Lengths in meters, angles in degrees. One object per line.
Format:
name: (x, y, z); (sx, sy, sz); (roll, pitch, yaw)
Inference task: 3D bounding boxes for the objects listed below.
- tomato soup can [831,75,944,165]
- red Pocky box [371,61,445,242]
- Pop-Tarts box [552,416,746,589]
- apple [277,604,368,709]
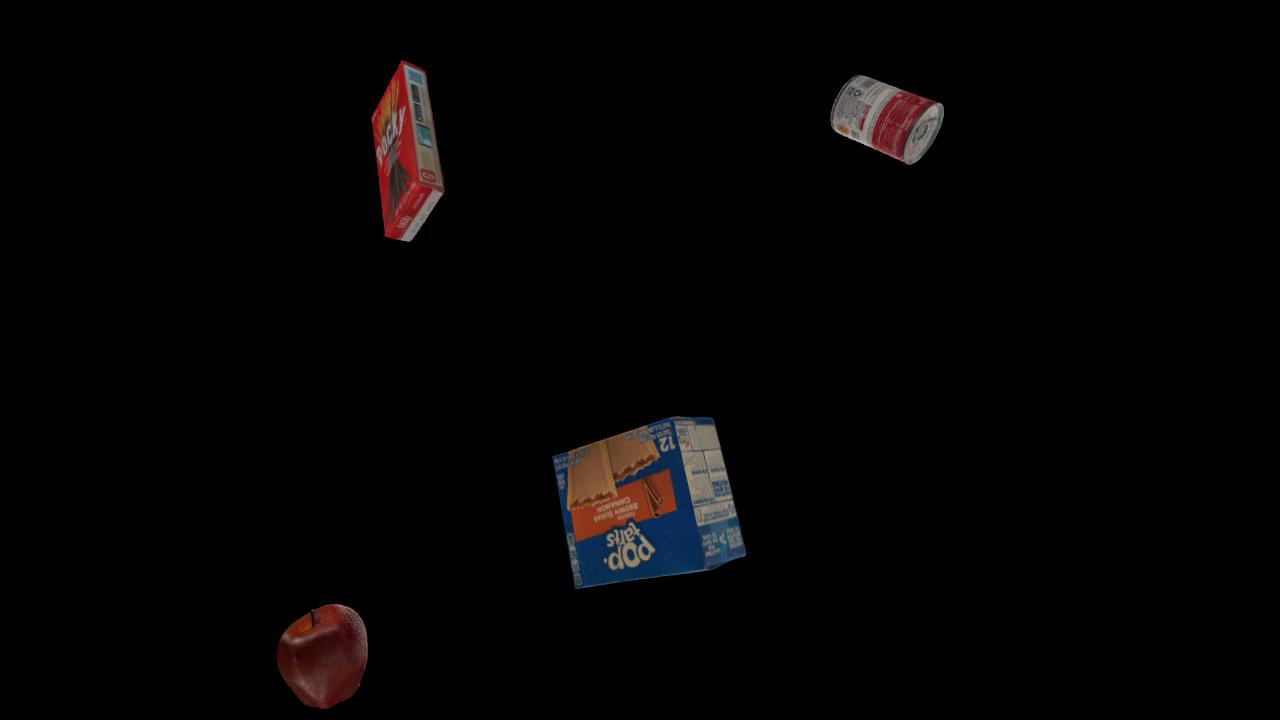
tomato soup can: (0.274, -0.271, 0.691); (0.101, 0.068, 0.068); (40, 24, 32)
red Pocky box: (-0.224, -0.198, 0.587); (0.028, 0.155, 0.083); (6, -31, -41)
Pop-Tarts box: (0.004, 0.146, 0.628); (0.167, 0.141, 0.083); (-22, -17, 36)
apple: (-0.301, 0.282, 0.591); (0.079, 0.093, 0.079); (-10, 11, 2)
